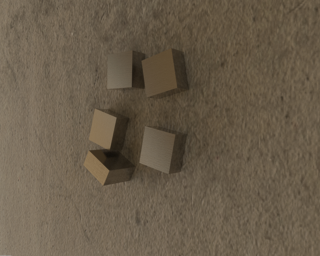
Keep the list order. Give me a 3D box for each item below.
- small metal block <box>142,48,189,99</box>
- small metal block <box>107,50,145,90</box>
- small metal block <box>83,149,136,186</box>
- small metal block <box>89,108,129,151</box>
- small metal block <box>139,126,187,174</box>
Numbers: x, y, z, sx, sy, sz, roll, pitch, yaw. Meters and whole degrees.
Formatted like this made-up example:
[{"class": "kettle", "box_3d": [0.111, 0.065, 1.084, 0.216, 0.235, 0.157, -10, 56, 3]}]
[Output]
[{"class": "small metal block", "box_3d": [0.006, -0.068, 0.398, 0.050, 0.025, 0.050, -13, 82, 39]}, {"class": "small metal block", "box_3d": [-0.049, -0.081, 0.443, 0.050, 0.025, 0.050, 2, 91, 39]}, {"class": "small metal block", "box_3d": [-0.072, 0.055, 0.446, 0.050, 0.050, 0.025, 37, 113, 33]}, {"class": "small metal block", "box_3d": [-0.077, 0.002, 0.466, 0.050, 0.025, 0.050, 22, 104, 37]}, {"class": "small metal block", "box_3d": [0.004, 0.027, 0.400, 0.050, 0.025, 0.050, 15, 100, 38]}]
